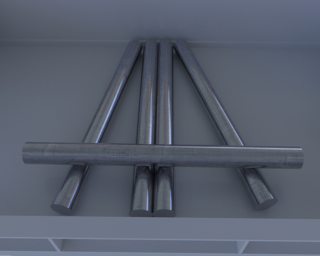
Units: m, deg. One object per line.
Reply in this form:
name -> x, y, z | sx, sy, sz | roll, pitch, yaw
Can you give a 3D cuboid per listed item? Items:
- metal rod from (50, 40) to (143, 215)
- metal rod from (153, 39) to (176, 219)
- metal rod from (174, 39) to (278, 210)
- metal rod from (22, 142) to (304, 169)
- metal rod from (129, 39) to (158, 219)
metal rod -> -0.073, -0.025, 0.424 | 0.025, 0.025, 0.300 | 10, 51, 8
metal rod -> 0.007, -0.024, 0.423 | 0.025, 0.025, 0.300 | 1, 50, 1
metal rod -> 0.075, -0.028, 0.427 | 0.025, 0.025, 0.300 | -12, 51, -10
metal rod -> 0.003, 0.030, 0.344 | 0.302, 0.025, 0.025 | 1, 50, 1
metal rod -> -0.017, -0.023, 0.423 | 0.025, 0.025, 0.300 | 1, 50, 1
